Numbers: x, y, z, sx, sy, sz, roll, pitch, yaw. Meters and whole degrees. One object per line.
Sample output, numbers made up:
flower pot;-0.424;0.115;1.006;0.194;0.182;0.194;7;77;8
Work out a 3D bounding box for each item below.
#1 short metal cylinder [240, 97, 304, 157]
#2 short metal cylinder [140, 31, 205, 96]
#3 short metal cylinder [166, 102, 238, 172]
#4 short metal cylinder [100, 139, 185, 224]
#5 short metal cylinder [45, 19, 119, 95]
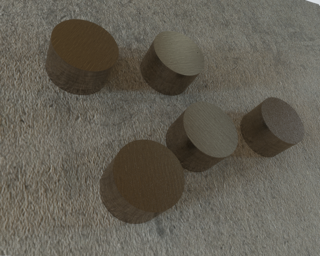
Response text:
short metal cylinder;0.174;-0.001;0.481;0.081;0.050;0.080;14;56;-21
short metal cylinder;0.018;-0.095;0.455;0.081;0.050;0.080;14;56;-21
short metal cylinder;0.055;0.012;0.409;0.081;0.050;0.080;14;56;-21
short metal cylinder;-0.020;0.059;0.341;0.081;0.050;0.080;14;56;-21
short metal cylinder;-0.098;-0.088;0.389;0.081;0.050;0.080;14;56;-21
